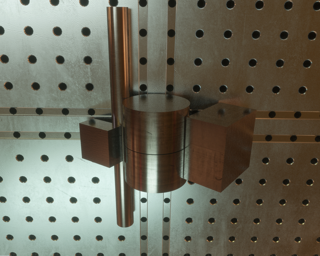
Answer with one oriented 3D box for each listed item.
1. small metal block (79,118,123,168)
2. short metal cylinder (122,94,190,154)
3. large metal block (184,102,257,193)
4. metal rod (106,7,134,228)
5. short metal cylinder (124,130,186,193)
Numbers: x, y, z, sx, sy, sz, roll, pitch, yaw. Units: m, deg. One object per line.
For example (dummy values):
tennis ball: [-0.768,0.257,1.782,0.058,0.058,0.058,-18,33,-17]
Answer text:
small metal block: [-0.077,0.019,0.403,0.050,0.025,0.050,13,113,32]
short metal cylinder: [-0.005,-0.007,0.377,0.081,0.080,0.050,1,110,-1]
large metal block: [0.074,0.020,0.380,0.050,0.081,0.079,16,115,35]
metal rod: [-0.050,0.000,0.408,0.025,0.025,0.298,0,110,0]
short metal cylinder: [-0.005,0.040,0.394,0.081,0.080,0.050,1,110,-1]
